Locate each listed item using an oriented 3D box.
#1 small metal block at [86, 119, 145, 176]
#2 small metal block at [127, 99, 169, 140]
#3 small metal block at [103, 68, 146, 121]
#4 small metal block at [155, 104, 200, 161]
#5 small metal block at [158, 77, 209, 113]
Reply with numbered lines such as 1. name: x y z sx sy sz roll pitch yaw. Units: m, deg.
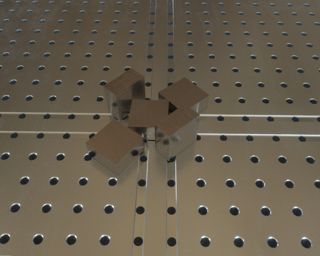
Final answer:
1. small metal block: -0.055 0.023 0.388 0.050 0.025 0.050 31 56 23
2. small metal block: -0.014 -0.011 0.417 0.050 0.025 0.050 2 49 3
3. small metal block: -0.047 -0.046 0.430 0.025 0.050 0.050 37 60 26
4. small metal block: 0.021 0.006 0.387 0.050 0.050 0.025 -35 58 -26
5. small metal block: 0.033 -0.040 0.441 0.050 0.025 0.050 -33 57 -24
